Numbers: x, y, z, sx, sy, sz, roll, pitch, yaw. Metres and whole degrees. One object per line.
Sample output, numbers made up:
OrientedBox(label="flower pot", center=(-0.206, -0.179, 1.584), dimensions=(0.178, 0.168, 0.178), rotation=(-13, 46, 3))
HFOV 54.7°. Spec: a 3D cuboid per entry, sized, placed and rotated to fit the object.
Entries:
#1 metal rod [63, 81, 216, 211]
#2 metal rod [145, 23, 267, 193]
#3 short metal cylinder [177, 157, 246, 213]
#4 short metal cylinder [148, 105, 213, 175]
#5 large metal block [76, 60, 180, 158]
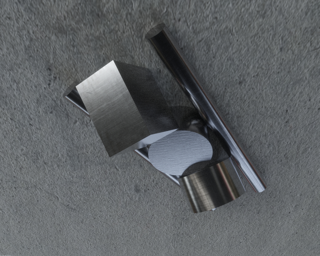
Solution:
OrientedBox(label="metal rod", center=(-0.010, 0.040, 0.442), dimensions=(0.025, 0.025, 0.300), rotation=(-33, 123, 25))
OrientedBox(label="metal rod", center=(0.075, -0.005, 0.404), dimensions=(0.025, 0.025, 0.300), rotation=(-26, 126, 20))
OrientedBox(label="short metal cylinder", center=(0.071, 0.078, 0.432), dimensions=(0.080, 0.080, 0.050), rotation=(-25, 84, 19))
OrientedBox(label="short metal cylinder", center=(0.026, 0.017, 0.407), dimensions=(0.081, 0.050, 0.079), rotation=(0, 130, 0))
OrientedBox(label="large metal block", center=(-0.031, -0.021, 0.334), dimensions=(0.050, 0.080, 0.080), rotation=(-30, 83, 22))
